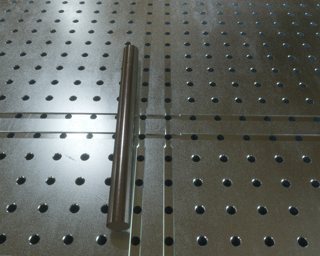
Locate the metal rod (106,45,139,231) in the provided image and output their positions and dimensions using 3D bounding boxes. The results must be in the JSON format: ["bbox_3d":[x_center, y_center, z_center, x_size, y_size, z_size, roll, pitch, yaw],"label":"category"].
[{"bbox_3d":[-0.045,-0.013,0.417,0.025,0.025,0.300,0,50,-1],"label":"metal rod"}]
